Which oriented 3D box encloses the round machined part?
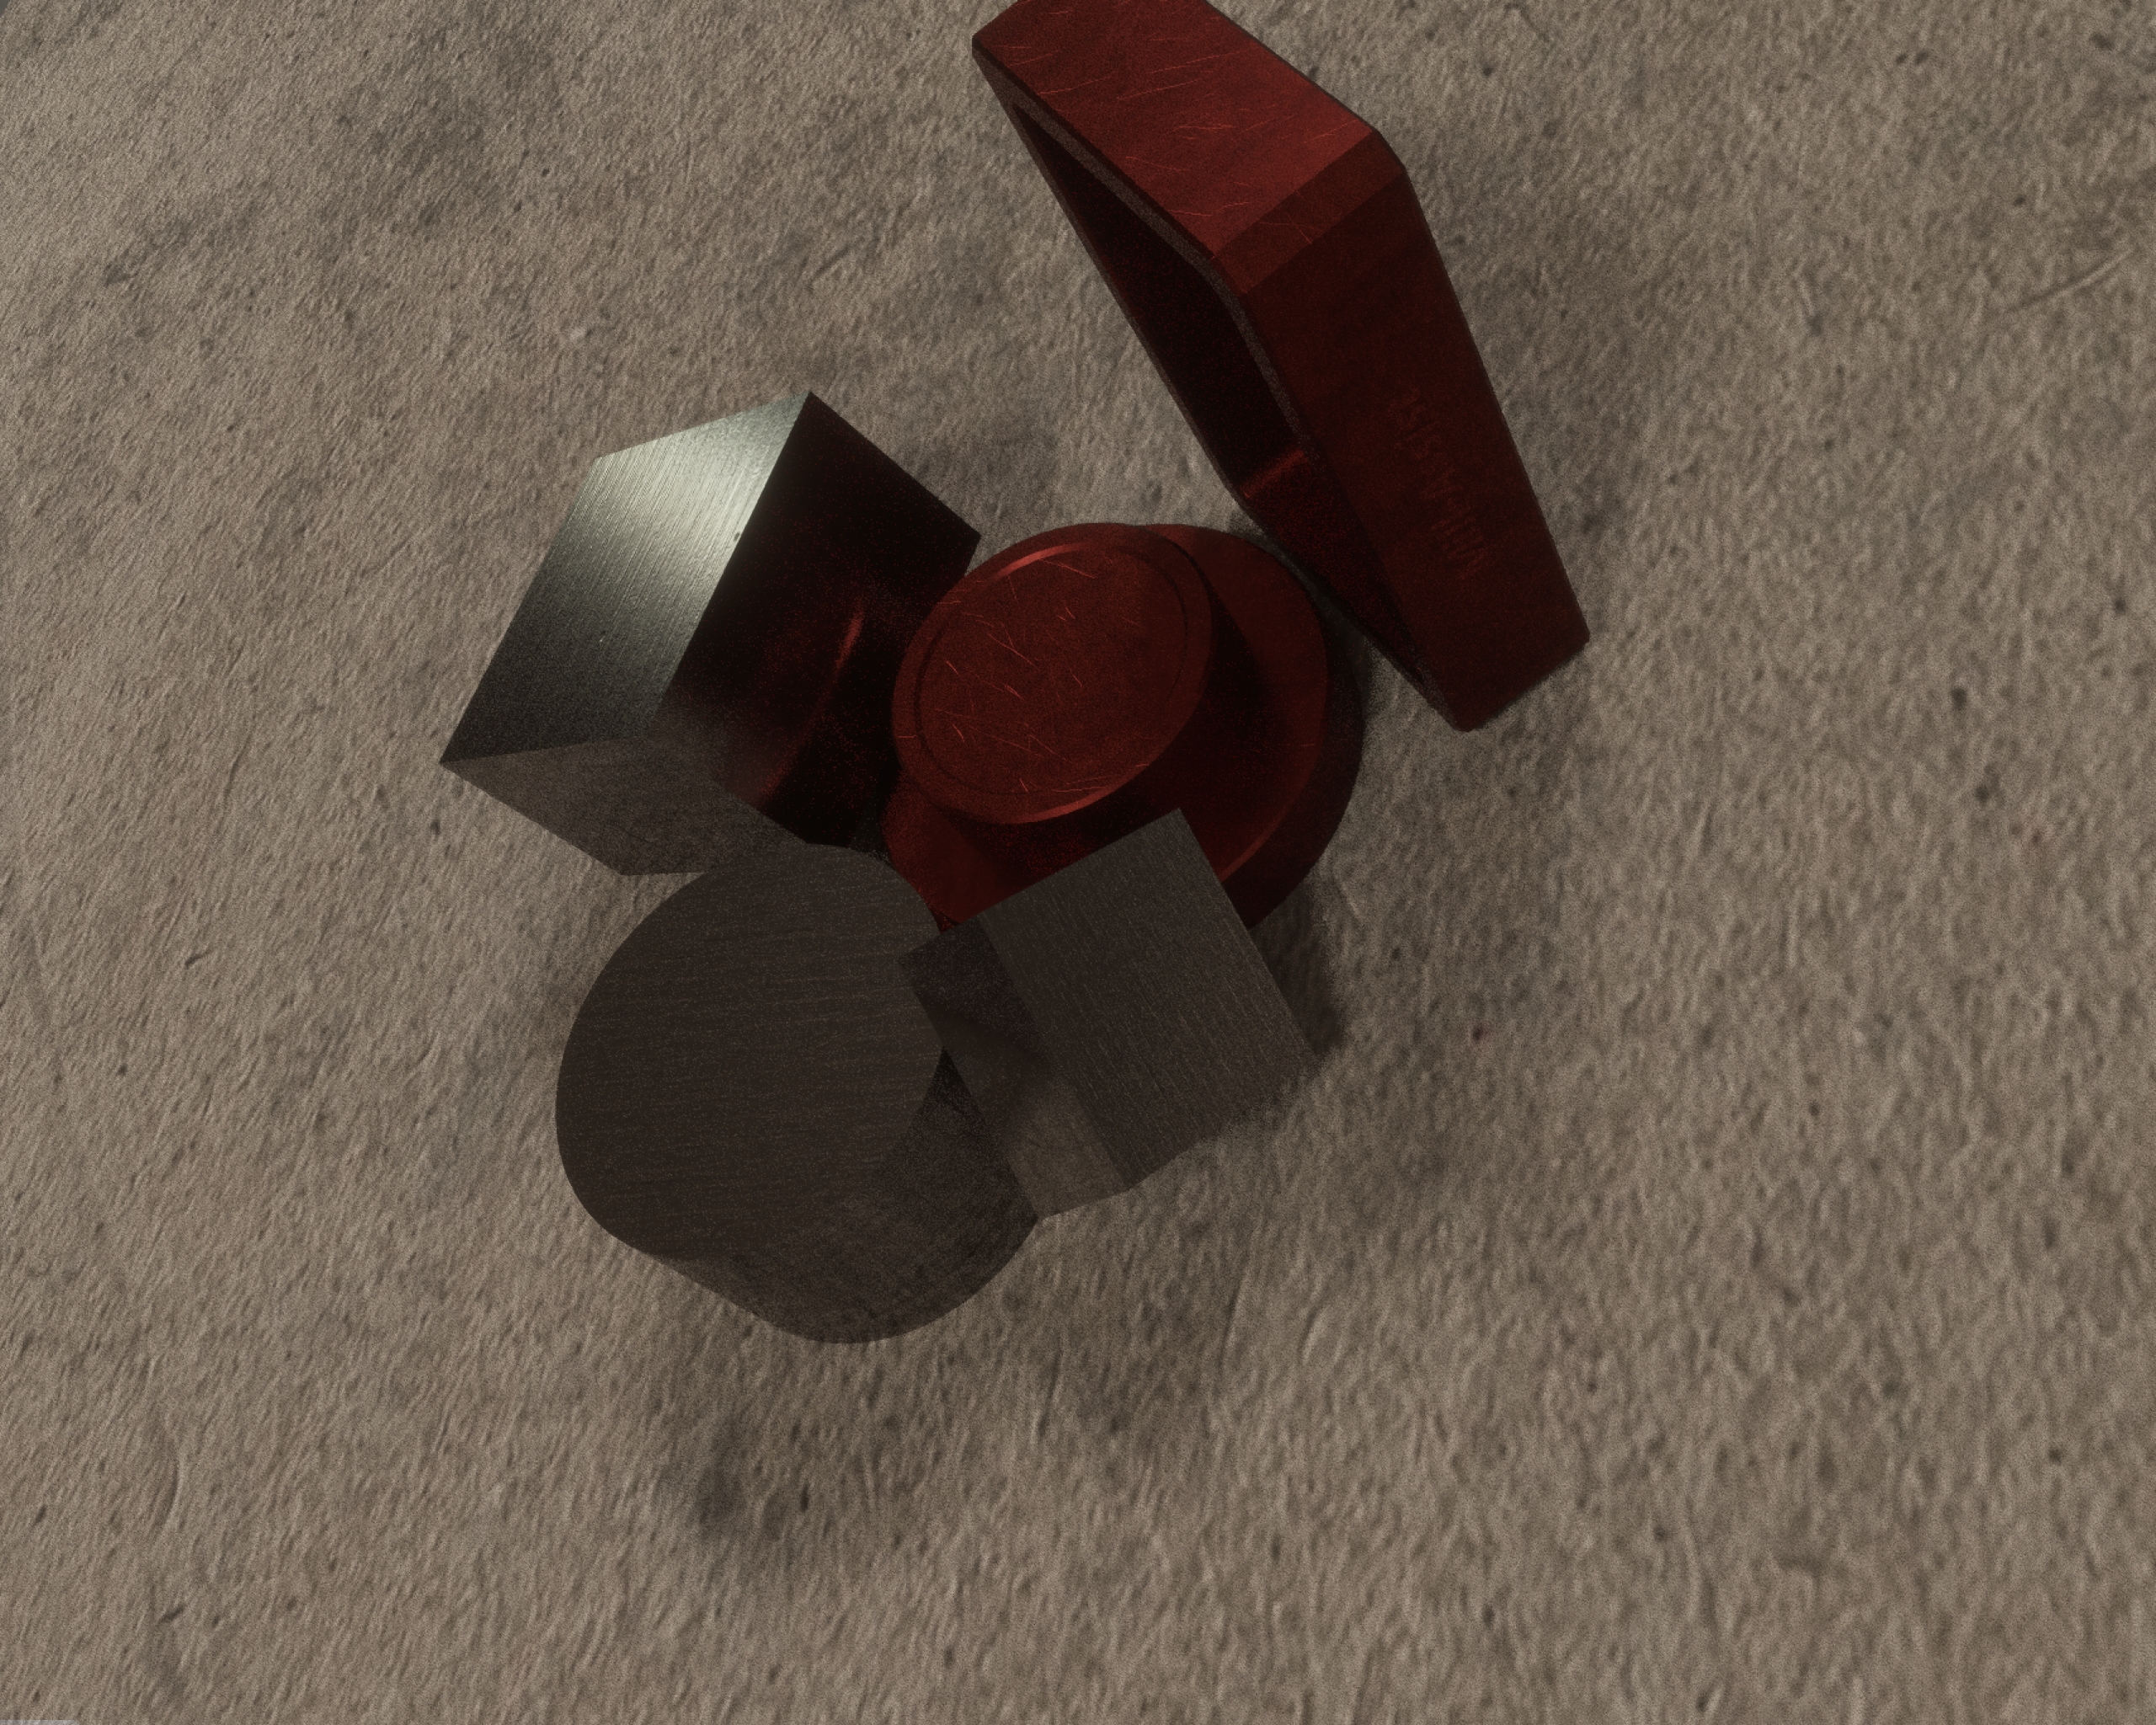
[{"bbox_3d":[0.003,-0.028,0.410,0.098,0.042,0.098,-13,56,20],"label":"round machined part"}]

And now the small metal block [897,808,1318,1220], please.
[{"bbox_3d":[0.006,0.025,0.356,0.025,0.050,0.050,-29,89,49],"label":"small metal block"}]

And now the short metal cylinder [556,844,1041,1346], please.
[{"bbox_3d":[-0.048,0.043,0.387,0.080,0.050,0.080,-13,56,20],"label":"short metal cylinder"}]

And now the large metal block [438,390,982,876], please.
[{"bbox_3d":[-0.077,-0.045,0.440,0.080,0.050,0.080,-3,59,46],"label":"large metal block"}]

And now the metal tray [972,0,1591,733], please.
[{"bbox_3d":[0.039,-0.089,0.370,0.030,0.130,0.090,-38,51,3],"label":"metal tray"}]
